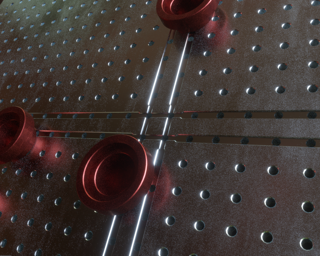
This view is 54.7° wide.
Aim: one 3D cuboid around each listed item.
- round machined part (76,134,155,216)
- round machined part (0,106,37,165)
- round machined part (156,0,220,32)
[{"bbox_3d":[-0.051,0.060,0.386,0.098,0.042,0.098,-13,56,20],"label":"round machined part"},{"bbox_3d":[-0.247,0.016,0.514,0.098,0.042,0.098,-13,56,20],"label":"round machined part"},{"bbox_3d":[0.047,-0.191,0.489,0.098,0.042,0.098,-13,56,20],"label":"round machined part"}]
